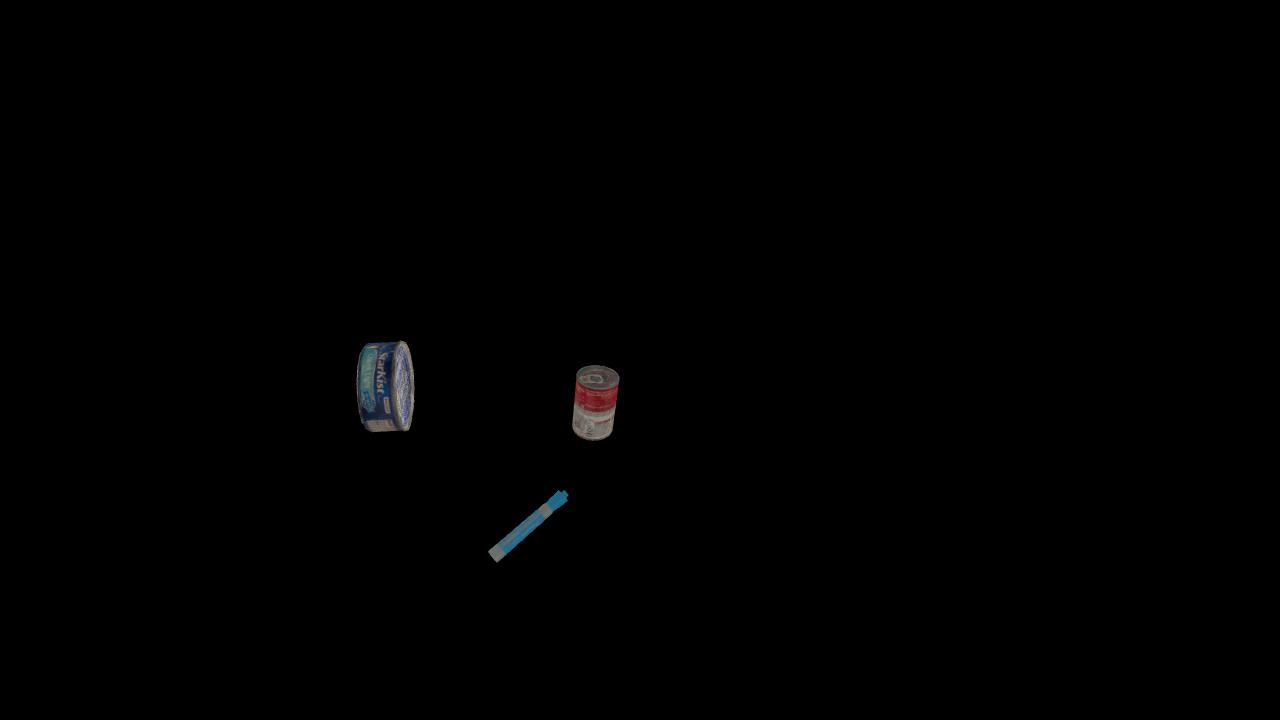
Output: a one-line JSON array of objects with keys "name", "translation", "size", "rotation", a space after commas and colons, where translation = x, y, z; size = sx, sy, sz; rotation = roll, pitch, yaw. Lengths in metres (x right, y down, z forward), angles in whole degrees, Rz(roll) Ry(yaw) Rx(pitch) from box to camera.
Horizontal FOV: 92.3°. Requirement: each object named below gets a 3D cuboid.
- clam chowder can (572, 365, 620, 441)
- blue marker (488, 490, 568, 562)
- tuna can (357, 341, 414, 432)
[{"name": "clam chowder can", "translation": [-0.071, 0.068, 0.973], "size": [0.068, 0.102, 0.068], "rotation": [6, 30, -4]}, {"name": "blue marker", "translation": [-0.141, 0.211, 0.791], "size": [0.121, 0.020, 0.020], "rotation": [-40, 13, -16]}, {"name": "tuna can", "translation": [-0.234, 0.024, 0.569], "size": [0.034, 0.084, 0.084], "rotation": [-2, 0, -10]}]
